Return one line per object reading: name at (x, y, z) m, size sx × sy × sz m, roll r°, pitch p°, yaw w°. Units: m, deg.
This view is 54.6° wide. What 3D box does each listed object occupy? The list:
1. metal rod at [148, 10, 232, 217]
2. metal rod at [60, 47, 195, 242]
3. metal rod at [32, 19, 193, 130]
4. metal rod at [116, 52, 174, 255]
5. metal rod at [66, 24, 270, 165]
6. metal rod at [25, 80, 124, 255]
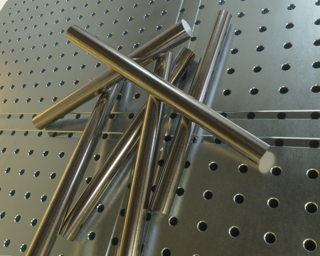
metal rod at (0.046, -0.035, 0.405) m, size 0.025 × 0.025 × 0.300 m, roll 7°, pitch 65°, yaw 31°
metal rod at (-0.039, 0.013, 0.421) m, size 0.025 × 0.025 × 0.300 m, roll 23°, pitch 74°, yaw 36°
metal rod at (-0.085, -0.066, 0.453) m, size 0.300 × 0.025 × 0.025 m, roll -26°, pitch 52°, yaw 28°
metal rod at (-0.017, 0.037, 0.376) m, size 0.025 × 0.025 × 0.299 m, roll -1°, pitch 66°, yaw 27°
metal rod at (-0.005, -0.052, 0.383) m, size 0.300 × 0.025 × 0.025 m, roll 35°, pitch 81°, yaw 19°
metal rod at (-0.107, 0.040, 0.421) m, size 0.025 × 0.025 × 0.300 m, roll 0°, pitch 55°, yaw 28°
